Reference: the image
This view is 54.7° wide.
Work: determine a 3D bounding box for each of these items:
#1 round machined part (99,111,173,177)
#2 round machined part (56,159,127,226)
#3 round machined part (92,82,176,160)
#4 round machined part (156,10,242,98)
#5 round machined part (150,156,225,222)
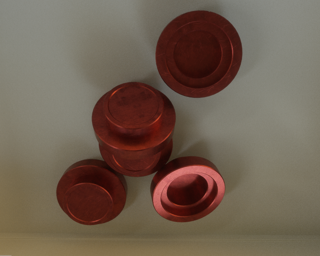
[{"bbox_3d":[-0.032,0.023,0.410,0.099,0.042,0.097,0,110,0],"label":"round machined part"},{"bbox_3d":[-0.097,0.097,0.437,0.099,0.042,0.097,0,110,0],"label":"round machined part"},{"bbox_3d":[-0.030,-0.016,0.364,0.099,0.098,0.042,3,146,-1],"label":"round machined part"},{"bbox_3d":[0.044,-0.088,0.370,0.099,0.042,0.097,0,110,0],"label":"round machined part"},{"bbox_3d":[0.035,0.079,0.424,0.099,0.042,0.097,-5,120,-9],"label":"round machined part"}]
